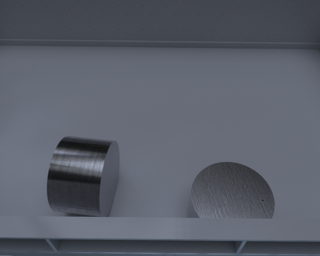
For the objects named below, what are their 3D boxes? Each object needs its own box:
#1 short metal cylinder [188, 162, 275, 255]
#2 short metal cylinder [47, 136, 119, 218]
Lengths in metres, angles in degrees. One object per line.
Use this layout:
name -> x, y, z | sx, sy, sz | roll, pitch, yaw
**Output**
short metal cylinder -> 0.071, 0.082, 0.321 | 0.081, 0.050, 0.080 | 0, 50, 0
short metal cylinder -> -0.077, 0.050, 0.326 | 0.050, 0.080, 0.080 | 6, 50, 5
